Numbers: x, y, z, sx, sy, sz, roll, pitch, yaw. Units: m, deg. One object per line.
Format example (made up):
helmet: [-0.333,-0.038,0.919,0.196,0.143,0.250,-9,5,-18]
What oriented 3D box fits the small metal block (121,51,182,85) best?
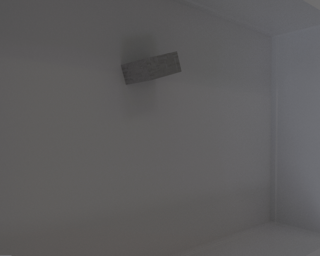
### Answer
small metal block: [-0.011,-0.073,0.380,0.050,0.050,0.025,-23,105,-38]
